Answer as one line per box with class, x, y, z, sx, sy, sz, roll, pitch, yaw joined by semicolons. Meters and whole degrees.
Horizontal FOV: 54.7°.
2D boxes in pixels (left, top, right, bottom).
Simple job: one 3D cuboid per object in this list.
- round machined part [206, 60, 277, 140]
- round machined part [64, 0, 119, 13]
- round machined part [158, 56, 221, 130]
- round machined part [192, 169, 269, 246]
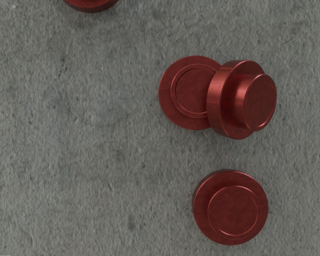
round machined part;0.105;-0.033;0.377;0.099;0.042;0.097;-12;108;-38
round machined part;-0.094;-0.205;0.400;0.099;0.042;0.097;0;90;-1
round machined part;0.047;-0.046;0.402;0.099;0.042;0.097;0;90;-1
round machined part;0.093;0.105;0.403;0.099;0.042;0.097;0;90;-1
